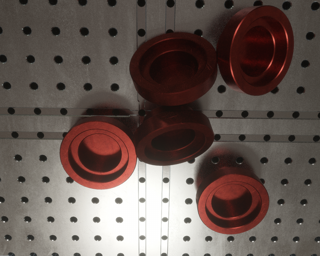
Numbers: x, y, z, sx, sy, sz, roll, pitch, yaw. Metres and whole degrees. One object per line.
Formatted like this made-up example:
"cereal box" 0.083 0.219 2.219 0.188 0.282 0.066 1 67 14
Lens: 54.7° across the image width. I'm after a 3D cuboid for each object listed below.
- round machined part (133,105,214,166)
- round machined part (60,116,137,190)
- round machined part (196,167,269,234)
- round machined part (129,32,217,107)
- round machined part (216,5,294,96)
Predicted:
"round machined part" 0.015 0.006 0.390 0.099 0.042 0.098 -9 146 -6
"round machined part" -0.079 0.029 0.414 0.099 0.042 0.097 0 110 -1
"round machined part" 0.100 0.099 0.442 0.099 0.042 0.097 0 110 -1
"round machined part" 0.017 -0.063 0.361 0.099 0.098 0.042 -11 144 3
"round machined part" 0.105 -0.089 0.359 0.099 0.042 0.097 -10 110 -28
